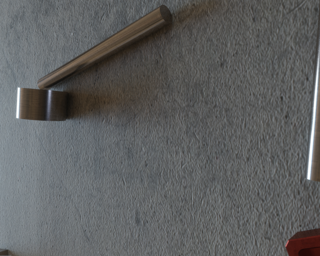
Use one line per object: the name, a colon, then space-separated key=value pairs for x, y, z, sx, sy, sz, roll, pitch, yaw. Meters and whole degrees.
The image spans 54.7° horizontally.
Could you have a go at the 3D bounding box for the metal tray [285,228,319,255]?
metal tray: x=0.174 y=0.149 z=0.257 sx=0.090 sy=0.030 sz=0.129 roll=-27 pitch=73 yaw=36

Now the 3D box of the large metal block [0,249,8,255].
large metal block: x=-0.385 y=0.322 z=0.701 sx=0.080 sy=0.050 sz=0.080 roll=-14 pitch=81 yaw=39

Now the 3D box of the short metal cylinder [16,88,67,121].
short metal cylinder: x=-0.202 y=-0.041 z=0.532 sx=0.080 sy=0.081 sz=0.050 roll=8 pitch=96 yaw=39

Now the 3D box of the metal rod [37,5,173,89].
metal rod: x=-0.105 y=-0.113 z=0.488 sx=0.300 sy=0.025 sz=0.025 roll=-16 pitch=80 yaw=38

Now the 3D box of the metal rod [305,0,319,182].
metal rod: x=0.155 y=-0.102 z=0.276 sx=0.025 sy=0.025 sz=0.298 roll=6 pitch=94 yaw=39
